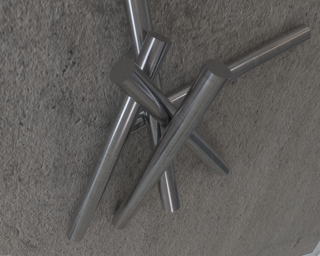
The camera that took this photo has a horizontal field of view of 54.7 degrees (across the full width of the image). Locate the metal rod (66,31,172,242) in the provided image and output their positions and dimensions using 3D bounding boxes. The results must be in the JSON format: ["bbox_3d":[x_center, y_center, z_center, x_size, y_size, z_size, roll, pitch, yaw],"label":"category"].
[{"bbox_3d":[-0.059,0.031,0.365,0.025,0.025,0.298,8,123,-32],"label":"metal rod"}]

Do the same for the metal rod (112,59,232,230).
[{"bbox_3d":[-0.005,0.045,0.362,0.025,0.025,0.298,0,140,-29],"label":"metal rod"}]

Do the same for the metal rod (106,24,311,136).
[{"bbox_3d":[0.071,-0.063,0.405,0.302,0.025,0.025,-28,128,-10],"label":"metal rod"}]

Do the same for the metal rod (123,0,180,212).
[{"bbox_3d":[-0.007,-0.026,0.357,0.025,0.025,0.298,-18,117,-18],"label":"metal rod"}]

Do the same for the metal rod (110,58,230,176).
[{"bbox_3d":[0.035,0.009,0.383,0.025,0.025,0.300,-45,144,3],"label":"metal rod"}]
